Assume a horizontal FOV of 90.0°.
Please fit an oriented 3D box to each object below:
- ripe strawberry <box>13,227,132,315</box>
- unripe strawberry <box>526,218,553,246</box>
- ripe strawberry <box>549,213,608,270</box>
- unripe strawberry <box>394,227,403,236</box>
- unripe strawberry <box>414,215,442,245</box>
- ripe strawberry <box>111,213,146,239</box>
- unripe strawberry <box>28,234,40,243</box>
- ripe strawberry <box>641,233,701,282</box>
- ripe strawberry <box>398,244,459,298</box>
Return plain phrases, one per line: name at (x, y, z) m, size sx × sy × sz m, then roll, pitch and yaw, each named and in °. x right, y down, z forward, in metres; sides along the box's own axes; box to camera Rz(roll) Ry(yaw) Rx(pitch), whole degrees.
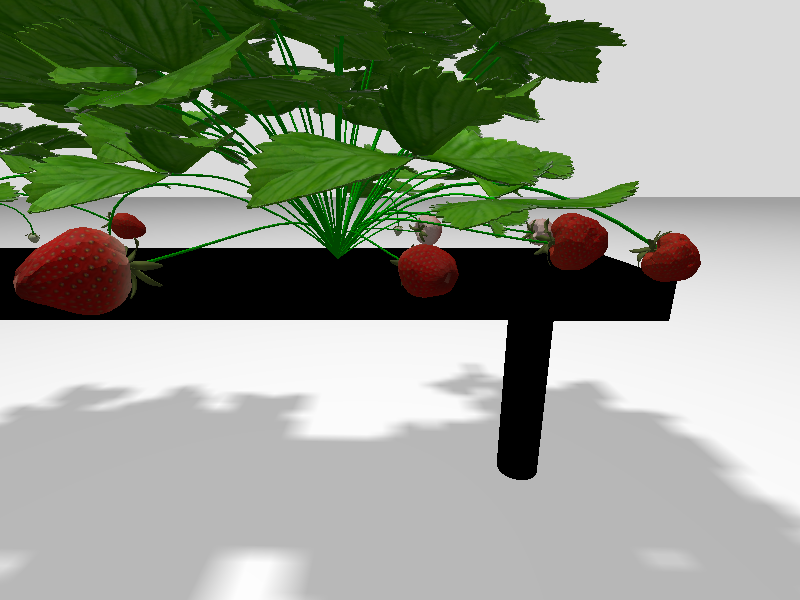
ripe strawberry at (-0.160, -0.013, 0.196) m, size 0.042 × 0.044 × 0.046 m, roll 10°, pitch 20°, yaw 32°
unripe strawberry at (0.151, -0.072, 0.422) m, size 0.029 × 0.028 × 0.031 m, roll -5°, pitch 17°, yaw -20°
ripe strawberry at (0.131, -0.042, 0.295) m, size 0.041 × 0.043 × 0.038 m, roll 5°, pitch 17°, yaw 16°
unripe strawberry at (-0.002, -0.082, 0.480) m, size 0.010 × 0.011 × 0.011 m, roll 6°, pitch 17°, yaw 20°
unripe strawberry at (0.033, -0.077, 0.438) m, size 0.032 × 0.034 × 0.035 m, roll 15°, pitch 21°, yaw 42°
ripe strawberry at (-0.316, -0.085, 0.466) m, size 0.035 × 0.030 × 0.035 m, roll 13°, pitch 6°, yaw -36°
unripe strawberry at (-0.401, -0.067, 0.439) m, size 0.010 × 0.010 × 0.011 m, roll -13°, pitch 21°, yaw -39°
ripe strawberry at (0.175, -0.025, 0.257) m, size 0.031 × 0.032 × 0.028 m, roll 37°, pitch 26°, yaw 10°
ripe strawberry at (0.017, -0.016, 0.223) m, size 0.035 × 0.030 × 0.035 m, roll -9°, pitch 19°, yaw -27°
